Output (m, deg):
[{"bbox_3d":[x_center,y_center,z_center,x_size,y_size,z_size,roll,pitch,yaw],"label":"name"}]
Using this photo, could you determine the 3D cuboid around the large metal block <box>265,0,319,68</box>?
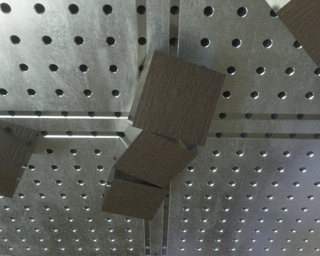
[{"bbox_3d":[0.160,-0.119,0.295,0.080,0.050,0.080,37,121,-27],"label":"large metal block"}]

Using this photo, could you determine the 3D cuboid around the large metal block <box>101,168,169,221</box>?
[{"bbox_3d":[-0.038,0.091,0.472,0.080,0.050,0.080,15,129,-13],"label":"large metal block"}]

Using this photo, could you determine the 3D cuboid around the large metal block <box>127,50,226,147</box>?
[{"bbox_3d":[0.016,-0.032,0.344,0.080,0.050,0.080,16,93,-13],"label":"large metal block"}]

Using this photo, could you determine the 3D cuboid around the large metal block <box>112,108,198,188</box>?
[{"bbox_3d":[-0.007,0.026,0.417,0.080,0.050,0.080,26,125,-21],"label":"large metal block"}]

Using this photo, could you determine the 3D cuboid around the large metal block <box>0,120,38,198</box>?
[{"bbox_3d":[-0.216,0.035,0.403,0.080,0.080,0.050,19,128,-16],"label":"large metal block"}]
